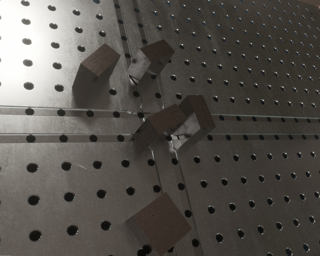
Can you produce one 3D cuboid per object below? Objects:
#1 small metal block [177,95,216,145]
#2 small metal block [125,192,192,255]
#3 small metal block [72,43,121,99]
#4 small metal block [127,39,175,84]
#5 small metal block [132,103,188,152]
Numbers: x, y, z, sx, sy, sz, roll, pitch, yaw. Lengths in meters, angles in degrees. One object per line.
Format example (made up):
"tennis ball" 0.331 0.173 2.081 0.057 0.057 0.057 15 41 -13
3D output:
"small metal block" 0.044 -0.011 0.424 0.025 0.050 0.050 -5 64 -31
"small metal block" -0.001 0.108 0.343 0.050 0.025 0.050 -28 78 -38
"small metal block" -0.081 -0.072 0.393 0.025 0.050 0.050 38 51 -3
"small metal block" -0.013 -0.095 0.445 0.050 0.050 0.025 -33 81 -38
"small metal block" -0.001 0.000 0.393 0.050 0.050 0.025 -29 78 -38
